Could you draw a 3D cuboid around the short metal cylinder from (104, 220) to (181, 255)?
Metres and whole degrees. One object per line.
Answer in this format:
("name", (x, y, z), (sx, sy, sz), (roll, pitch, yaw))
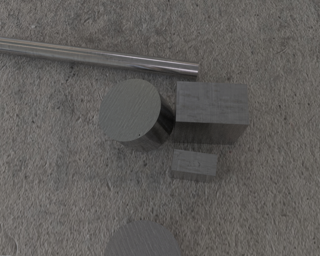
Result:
("short metal cylinder", (-0.018, 0.145, 0.342), (0.081, 0.050, 0.080), (0, 70, 0))

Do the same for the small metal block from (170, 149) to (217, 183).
("small metal block", (0.040, 0.048, 0.378), (0.050, 0.050, 0.025), (8, 70, 3))

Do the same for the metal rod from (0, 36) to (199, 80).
("metal rod", (-0.096, -0.101, 0.444), (0.302, 0.025, 0.025), (8, 70, 3))

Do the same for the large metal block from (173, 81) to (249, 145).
("large metal block", (0.059, -0.015, 0.385), (0.080, 0.080, 0.050), (3, 70, 1))

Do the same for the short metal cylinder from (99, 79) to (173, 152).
("short metal cylinder", (-0.028, -0.014, 0.387), (0.080, 0.050, 0.080), (-7, 69, 19))
